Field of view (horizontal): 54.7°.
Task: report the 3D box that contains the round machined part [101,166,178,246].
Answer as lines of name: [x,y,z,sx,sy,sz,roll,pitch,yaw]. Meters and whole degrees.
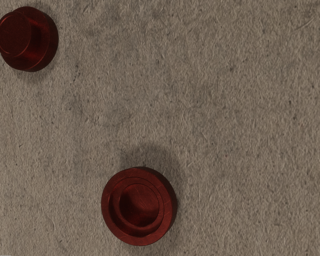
round machined part: [-0.024,0.099,0.407,0.098,0.042,0.097,0,90,19]

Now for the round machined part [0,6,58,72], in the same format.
round machined part: [-0.209,-0.137,0.472,0.098,0.042,0.097,0,90,19]
